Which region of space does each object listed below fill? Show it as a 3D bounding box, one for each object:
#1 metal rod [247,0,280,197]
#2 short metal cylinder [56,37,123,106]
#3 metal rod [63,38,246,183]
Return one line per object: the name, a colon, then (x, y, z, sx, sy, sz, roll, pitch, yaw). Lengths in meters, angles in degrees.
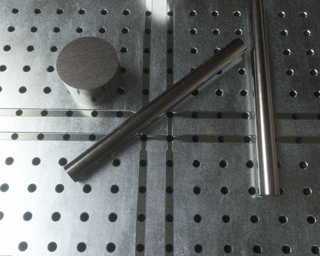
metal rod: (0.142, -0.057, 0.433, 0.025, 0.025, 0.299, 3, 70, 1)
short metal cylinder: (-0.094, -0.077, 0.426, 0.081, 0.050, 0.080, 0, 70, 0)
metal rod: (0.002, -0.031, 0.422, 0.301, 0.025, 0.025, -38, 75, -13)
